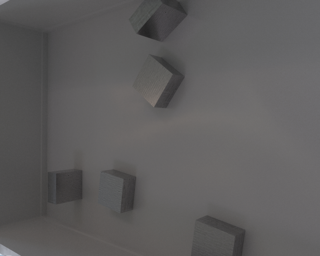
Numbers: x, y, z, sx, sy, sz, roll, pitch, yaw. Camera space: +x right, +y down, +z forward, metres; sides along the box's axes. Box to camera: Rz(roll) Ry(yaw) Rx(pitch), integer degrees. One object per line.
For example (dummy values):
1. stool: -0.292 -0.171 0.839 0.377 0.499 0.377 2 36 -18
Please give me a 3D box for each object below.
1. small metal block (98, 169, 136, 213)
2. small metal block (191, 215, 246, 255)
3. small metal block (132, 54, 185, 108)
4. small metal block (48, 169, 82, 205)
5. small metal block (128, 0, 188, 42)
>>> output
1. small metal block: -0.064 0.093 0.460 0.050 0.025 0.050 10 96 39
2. small metal block: 0.065 0.134 0.353 0.050 0.025 0.050 11 97 39
3. small metal block: -0.003 -0.061 0.410 0.050 0.025 0.050 45 117 30
4. small metal block: -0.160 0.098 0.523 0.025 0.050 0.050 0 90 40
5. small metal block: -0.002 -0.140 0.393 0.050 0.050 0.025 -40 66 33
